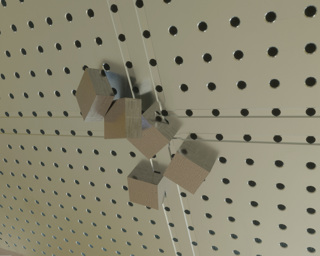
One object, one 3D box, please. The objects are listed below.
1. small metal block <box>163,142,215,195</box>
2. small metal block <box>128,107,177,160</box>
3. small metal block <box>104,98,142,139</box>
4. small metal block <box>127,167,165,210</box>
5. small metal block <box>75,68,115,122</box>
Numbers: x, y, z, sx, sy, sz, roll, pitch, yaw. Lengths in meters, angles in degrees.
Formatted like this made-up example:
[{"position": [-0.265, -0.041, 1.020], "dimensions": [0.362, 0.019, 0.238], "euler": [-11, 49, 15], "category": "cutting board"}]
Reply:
[{"position": [0.039, 0.056, 0.424], "dimensions": [0.050, 0.025, 0.050], "euler": [32, 128, 7], "category": "small metal block"}, {"position": [-0.014, 0.008, 0.422], "dimensions": [0.050, 0.025, 0.050], "euler": [44, 129, -3], "category": "small metal block"}, {"position": [-0.049, -0.011, 0.406], "dimensions": [0.050, 0.025, 0.050], "euler": [-5, 85, 49], "category": "small metal block"}, {"position": [-0.021, 0.094, 0.478], "dimensions": [0.050, 0.025, 0.050], "euler": [11, 123, 21], "category": "small metal block"}, {"position": [-0.088, -0.044, 0.412], "dimensions": [0.050, 0.025, 0.050], "euler": [-54, 49, 39], "category": "small metal block"}]
